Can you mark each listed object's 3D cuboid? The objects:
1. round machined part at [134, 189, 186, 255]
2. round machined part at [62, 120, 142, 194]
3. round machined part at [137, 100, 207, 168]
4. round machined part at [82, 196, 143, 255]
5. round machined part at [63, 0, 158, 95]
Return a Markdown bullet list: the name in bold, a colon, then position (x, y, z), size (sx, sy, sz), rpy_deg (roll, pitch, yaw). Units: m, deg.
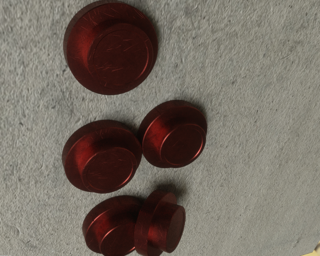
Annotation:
- **round machined part**: position (0.006, 0.143, 0.454), size (0.099, 0.042, 0.097), rpy_deg (-34, 129, -56)
- **round machined part**: position (-0.067, 0.042, 0.385), size (0.099, 0.042, 0.097), rpy_deg (-14, 124, -21)
- **round machined part**: position (0.022, 0.015, 0.417), size (0.099, 0.042, 0.097), rpy_deg (-14, 124, -21)
- **round machined part**: position (-0.061, 0.151, 0.456), size (0.099, 0.042, 0.097), rpy_deg (-14, 124, -21)
- **round machined part**: position (-0.046, -0.078, 0.322), size (0.099, 0.042, 0.097), rpy_deg (-14, 124, -21)
